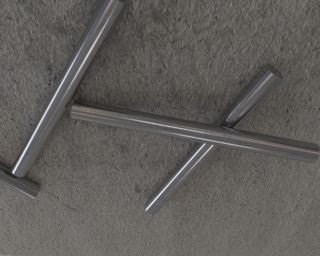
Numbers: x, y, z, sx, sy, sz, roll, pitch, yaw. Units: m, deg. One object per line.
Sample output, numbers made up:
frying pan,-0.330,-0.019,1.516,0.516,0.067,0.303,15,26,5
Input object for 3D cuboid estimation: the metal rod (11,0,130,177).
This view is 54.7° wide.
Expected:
metal rod,-0.123,-0.033,0.377,0.025,0.025,0.298,27,125,-21

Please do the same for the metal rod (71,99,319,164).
metal rod,0.042,0.004,0.384,0.302,0.025,0.025,10,130,1

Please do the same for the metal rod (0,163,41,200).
metal rod,-0.296,0.017,0.418,0.025,0.025,0.300,-34,123,25

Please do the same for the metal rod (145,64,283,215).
metal rod,0.058,0.035,0.436,0.025,0.025,0.298,23,126,-18
